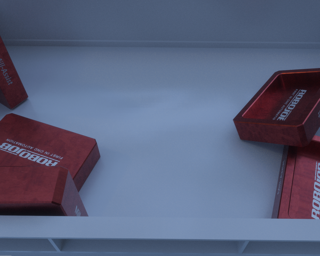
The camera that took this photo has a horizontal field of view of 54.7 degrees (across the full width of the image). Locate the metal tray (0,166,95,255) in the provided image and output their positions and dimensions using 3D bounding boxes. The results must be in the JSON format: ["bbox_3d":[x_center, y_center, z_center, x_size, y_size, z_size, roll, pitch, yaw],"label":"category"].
[{"bbox_3d":[-0.114,0.080,0.268,0.091,0.129,0.030,-1,50,-1],"label":"metal tray"}]

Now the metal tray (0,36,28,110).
[{"bbox_3d":[-0.237,-0.094,0.414,0.090,0.129,0.030,28,56,21],"label":"metal tray"}]

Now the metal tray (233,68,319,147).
[{"bbox_3d":[0.167,-0.032,0.401,0.090,0.030,0.131,7,41,48],"label":"metal tray"}]

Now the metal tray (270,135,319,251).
[{"bbox_3d":[0.181,0.069,0.344,0.090,0.030,0.130,17,52,14],"label":"metal tray"}]

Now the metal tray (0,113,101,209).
[{"bbox_3d":[-0.150,0.038,0.369,0.130,0.030,0.090,16,52,13],"label":"metal tray"}]
